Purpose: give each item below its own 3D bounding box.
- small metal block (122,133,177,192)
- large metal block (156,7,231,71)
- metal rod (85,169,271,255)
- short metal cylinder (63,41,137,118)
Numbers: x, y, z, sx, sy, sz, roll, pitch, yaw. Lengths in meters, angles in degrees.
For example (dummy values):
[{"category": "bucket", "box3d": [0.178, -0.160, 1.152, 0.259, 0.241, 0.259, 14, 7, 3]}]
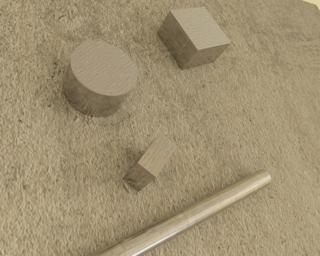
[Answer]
[{"category": "small metal block", "box3d": [-0.012, 0.040, 0.358, 0.025, 0.050, 0.050, 39, 51, -2]}, {"category": "large metal block", "box3d": [0.055, -0.149, 0.510, 0.081, 0.050, 0.080, -22, 74, -36]}, {"category": "metal rod", "box3d": [0.028, 0.105, 0.356, 0.303, 0.025, 0.025, -16, 70, -35]}, {"category": "short metal cylinder", "box3d": [-0.075, -0.060, 0.385, 0.081, 0.050, 0.080, 14, 56, -21]}]
